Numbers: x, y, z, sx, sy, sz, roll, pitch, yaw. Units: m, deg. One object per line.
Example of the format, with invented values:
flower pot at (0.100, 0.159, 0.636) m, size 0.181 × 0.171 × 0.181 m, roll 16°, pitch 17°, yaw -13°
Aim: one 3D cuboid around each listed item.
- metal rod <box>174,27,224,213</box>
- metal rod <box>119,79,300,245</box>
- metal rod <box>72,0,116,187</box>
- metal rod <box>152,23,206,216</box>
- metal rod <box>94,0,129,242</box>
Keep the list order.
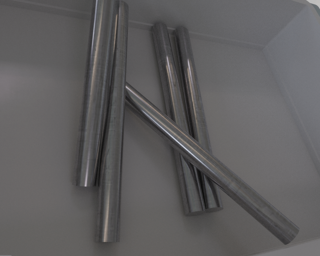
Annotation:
metal rod at (0.050, -0.030, 0.450) m, size 0.025 × 0.025 × 0.299 m, roll 8°, pitch 58°, yaw -24°
metal rod at (0.036, 0.024, 0.377) m, size 0.300 × 0.025 × 0.025 m, roll 41°, pitch 50°, yaw 12°
metal rod at (-0.068, -0.087, 0.344) m, size 0.025 × 0.025 × 0.298 m, roll 8°, pitch 83°, yaw -24°
metal rod at (0.021, -0.030, 0.434) m, size 0.025 × 0.025 × 0.299 m, roll 5°, pitch 59°, yaw -26°
metal rod at (-0.054, -0.025, 0.364) m, size 0.025 × 0.025 × 0.299 m, roll 10°, pitch 66°, yaw -23°
